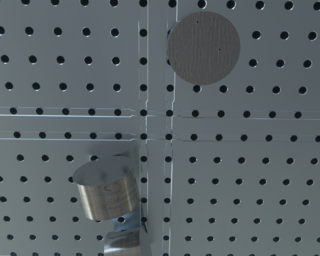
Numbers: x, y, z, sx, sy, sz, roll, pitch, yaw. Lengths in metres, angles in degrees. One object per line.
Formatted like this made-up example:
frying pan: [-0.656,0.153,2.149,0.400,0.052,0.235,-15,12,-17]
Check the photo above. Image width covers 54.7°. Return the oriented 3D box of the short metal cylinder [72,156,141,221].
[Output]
short metal cylinder: [-0.070,0.077,0.412,0.080,0.080,0.050,-8,110,3]

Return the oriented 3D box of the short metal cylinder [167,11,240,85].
short metal cylinder: [0.049,-0.095,0.365,0.081,0.050,0.079,0,110,0]

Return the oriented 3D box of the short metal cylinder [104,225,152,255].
short metal cylinder: [-0.044,0.188,0.453,0.050,0.080,0.080,-13,110,5]
